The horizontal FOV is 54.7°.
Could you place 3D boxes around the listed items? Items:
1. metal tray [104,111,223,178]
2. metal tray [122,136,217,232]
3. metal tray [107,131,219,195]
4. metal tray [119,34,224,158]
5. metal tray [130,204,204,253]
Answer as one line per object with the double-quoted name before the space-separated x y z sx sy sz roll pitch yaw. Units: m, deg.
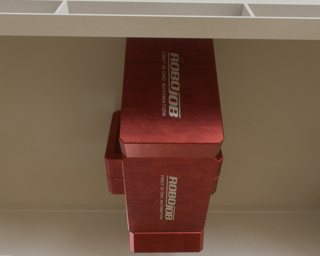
"metal tray" 0.004 0.018 0.380 0.131 0.090 0.030 1 130 -1
"metal tray" 0.008 0.067 0.342 0.091 0.030 0.129 0 130 -1
"metal tray" 0.003 0.041 0.400 0.131 0.090 0.030 1 130 -1
"metal tray" 0.010 -0.036 0.307 0.091 0.130 0.030 1 150 -1
"metal tray" 0.008 0.119 0.438 0.091 0.130 0.030 0 109 -1
